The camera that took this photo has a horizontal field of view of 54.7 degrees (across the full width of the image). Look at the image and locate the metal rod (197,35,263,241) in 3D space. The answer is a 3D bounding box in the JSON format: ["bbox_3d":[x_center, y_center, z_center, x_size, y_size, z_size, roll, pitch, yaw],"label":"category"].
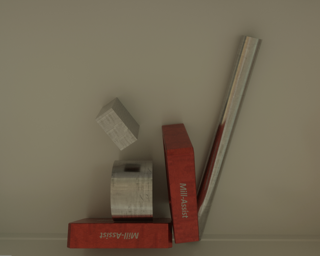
[{"bbox_3d":[0.081,0.028,0.422,0.025,0.025,0.298,11,110,-4],"label":"metal rod"}]

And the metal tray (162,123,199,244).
[{"bbox_3d":[0.025,0.069,0.401,0.030,0.090,0.129,-6,110,-1],"label":"metal tray"}]

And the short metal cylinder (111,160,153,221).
[{"bbox_3d":[-0.034,0.083,0.412,0.050,0.080,0.079,0,110,0],"label":"short metal cylinder"}]

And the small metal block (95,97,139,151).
[{"bbox_3d":[-0.052,-0.006,0.395,0.025,0.050,0.050,-34,107,11],"label":"small metal block"}]

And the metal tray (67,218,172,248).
[{"bbox_3d":[-0.049,0.142,0.426,0.131,0.090,0.030,0,78,1],"label":"metal tray"}]
